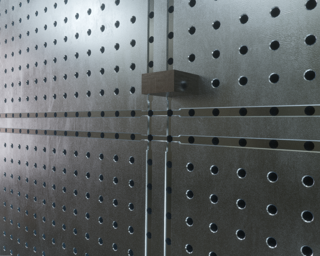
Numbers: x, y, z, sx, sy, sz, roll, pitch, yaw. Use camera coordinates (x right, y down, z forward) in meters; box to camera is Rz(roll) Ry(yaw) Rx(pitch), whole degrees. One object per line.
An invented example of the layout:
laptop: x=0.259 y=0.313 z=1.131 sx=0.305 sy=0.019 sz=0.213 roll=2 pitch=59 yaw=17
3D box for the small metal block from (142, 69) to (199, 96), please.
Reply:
small metal block: x=0.013 y=-0.054 z=0.383 sx=0.050 sy=0.050 sz=0.025 roll=1 pitch=91 yaw=40
